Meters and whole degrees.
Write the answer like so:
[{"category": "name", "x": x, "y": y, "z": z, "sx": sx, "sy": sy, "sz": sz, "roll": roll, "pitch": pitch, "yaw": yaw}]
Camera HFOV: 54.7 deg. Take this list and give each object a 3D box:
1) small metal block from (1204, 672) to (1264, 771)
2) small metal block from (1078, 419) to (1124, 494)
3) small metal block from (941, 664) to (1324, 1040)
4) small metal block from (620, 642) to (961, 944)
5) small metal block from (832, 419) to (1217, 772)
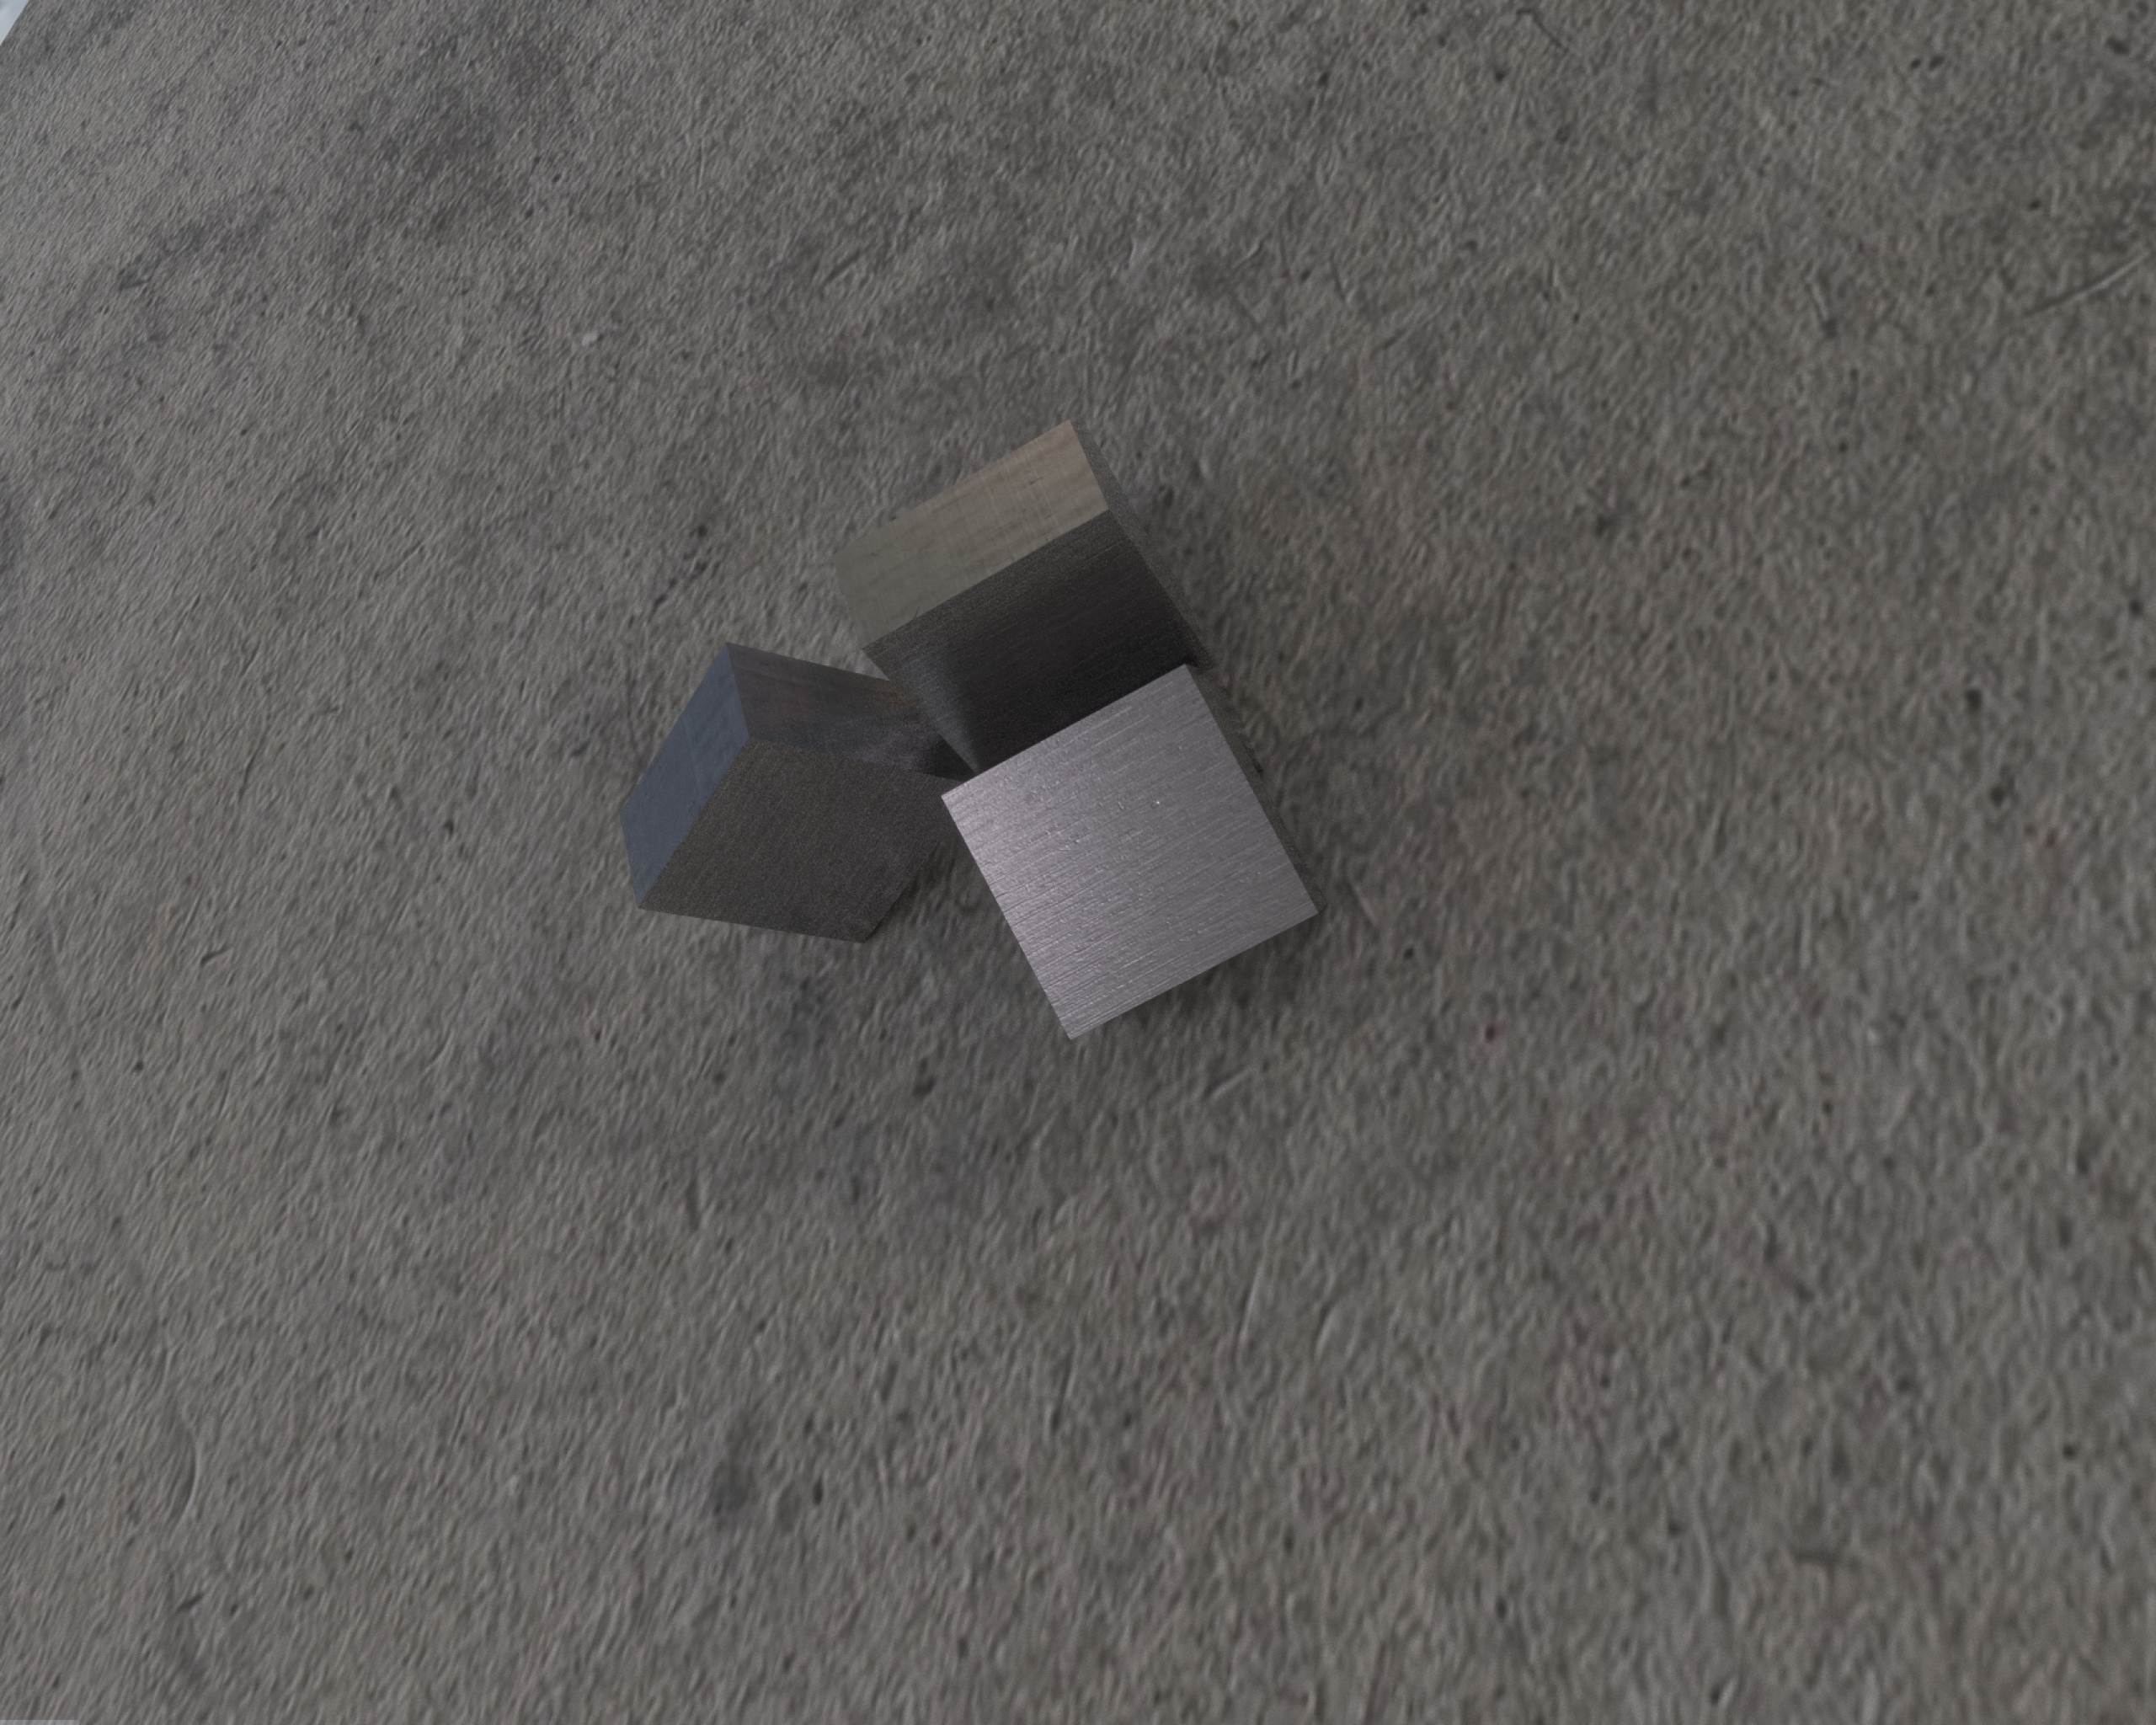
[{"category": "small metal block", "x": 0.003, "y": -0.031, "z": 0.422, "sx": 0.050, "sy": 0.025, "sz": 0.050, "roll": -28, "pitch": 52, "yaw": 10}, {"category": "small metal block", "x": -0.016, "y": -0.069, "z": 0.438, "sx": 0.050, "sy": 0.025, "sz": 0.050, "roll": -28, "pitch": 12, "yaw": 10}, {"category": "small metal block", "x": 0.011, "y": -0.002, "z": 0.384, "sx": 0.050, "sy": 0.025, "sz": 0.050, "roll": -28, "pitch": 88, "yaw": 10}, {"category": "small metal block", "x": -0.055, "y": -0.012, "z": 0.412, "sx": 0.050, "sy": 0.050, "sz": 0.025, "roll": -51, "pitch": 43, "yaw": 34}, {"category": "small metal block", "x": -0.009, "y": -0.047, "z": 0.389, "sx": 0.050, "sy": 0.050, "sz": 0.025, "roll": -28, "pitch": 52, "yaw": 10}]
